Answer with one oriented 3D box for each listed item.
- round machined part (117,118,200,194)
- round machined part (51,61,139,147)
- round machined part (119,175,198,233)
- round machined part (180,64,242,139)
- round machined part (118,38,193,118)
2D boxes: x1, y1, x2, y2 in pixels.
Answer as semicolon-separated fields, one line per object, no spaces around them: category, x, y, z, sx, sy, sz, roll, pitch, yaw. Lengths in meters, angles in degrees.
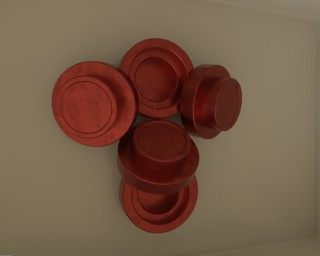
round machined part;-0.001;0.026;0.369;0.099;0.098;0.042;-7;137;-20
round machined part;-0.076;-0.025;0.348;0.098;0.042;0.097;1;102;7
round machined part;-0.004;0.080;0.398;0.099;0.042;0.097;0;90;-20
round machined part;0.072;-0.033;0.402;0.099;0.042;0.097;-18;114;-47
round machined part;-0.008;-0.060;0.396;0.099;0.042;0.097;0;90;-20
